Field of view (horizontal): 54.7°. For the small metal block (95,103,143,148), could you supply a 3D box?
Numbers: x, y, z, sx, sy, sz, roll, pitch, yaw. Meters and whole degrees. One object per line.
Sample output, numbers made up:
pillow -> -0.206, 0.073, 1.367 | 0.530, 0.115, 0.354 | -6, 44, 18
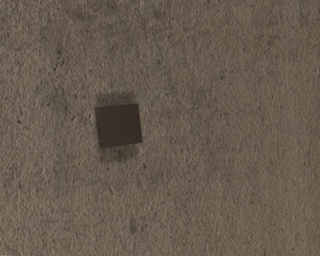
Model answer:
small metal block -> -0.052, -0.003, 0.391 | 0.050, 0.025, 0.050 | -8, 93, -20
